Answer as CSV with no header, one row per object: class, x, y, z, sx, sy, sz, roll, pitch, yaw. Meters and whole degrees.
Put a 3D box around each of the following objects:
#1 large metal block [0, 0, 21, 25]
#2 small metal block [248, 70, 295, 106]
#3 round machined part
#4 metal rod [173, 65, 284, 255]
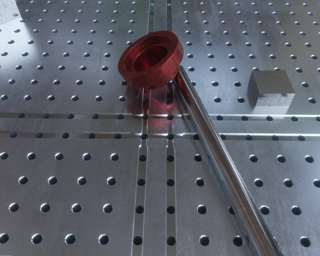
large metal block,-0.317,-0.234,0.566,0.080,0.080,0.050,-36,59,-26
small metal block,0.164,-0.059,0.458,0.050,0.025,0.050,-1,50,-1
round machined part,-0.010,-0.096,0.461,0.098,0.042,0.098,-17,47,19
metal rod,0.067,0.022,0.389,0.025,0.025,0.300,-13,51,-10
